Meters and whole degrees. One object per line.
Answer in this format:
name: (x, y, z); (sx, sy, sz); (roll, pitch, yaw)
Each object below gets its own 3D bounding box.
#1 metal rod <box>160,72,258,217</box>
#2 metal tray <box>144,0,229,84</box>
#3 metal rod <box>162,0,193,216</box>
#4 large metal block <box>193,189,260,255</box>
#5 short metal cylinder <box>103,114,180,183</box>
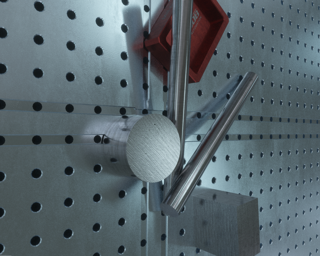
metal rod: (0.086, 0.004, 0.457); (0.301, 0.025, 0.025); (-51, 121, -37)
metal tray: (0.043, -0.139, 0.443); (0.090, 0.030, 0.130); (41, 65, -33)
metal rod: (0.023, -0.031, 0.402); (0.025, 0.025, 0.298); (-5, 102, -40)
large metal block: (0.097, 0.141, 0.458); (0.050, 0.080, 0.079); (-6, 94, -40)
short metal cylinder: (-0.022, 0.023, 0.377); (0.081, 0.050, 0.079); (0, 90, -40)
